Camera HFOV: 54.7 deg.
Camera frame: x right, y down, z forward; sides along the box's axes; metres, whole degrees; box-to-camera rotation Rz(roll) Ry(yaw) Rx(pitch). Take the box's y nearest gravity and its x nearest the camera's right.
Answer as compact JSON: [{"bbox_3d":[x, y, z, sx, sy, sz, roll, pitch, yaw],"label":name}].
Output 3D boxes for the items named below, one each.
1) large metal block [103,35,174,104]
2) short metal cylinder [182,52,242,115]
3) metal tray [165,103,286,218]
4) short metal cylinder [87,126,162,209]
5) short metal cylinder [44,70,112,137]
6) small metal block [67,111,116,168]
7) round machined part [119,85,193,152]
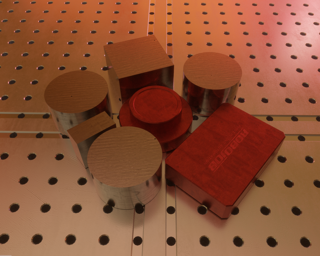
[{"bbox_3d":[-0.032,-0.090,0.466,0.081,0.050,0.080,-17,52,-14],"label":"large metal block"},{"bbox_3d":[0.072,-0.064,0.445,0.080,0.050,0.080,0,50,0],"label":"short metal cylinder"},{"bbox_3d":[0.079,0.032,0.376,0.090,0.030,0.131,33,57,25],"label":"metal tray"},{"bbox_3d":[-0.038,0.044,0.353,0.080,0.050,0.080,0,50,0],"label":"short metal cylinder"},{"bbox_3d":[-0.107,-0.032,0.417,0.080,0.050,0.080,0,50,0],"label":"short metal cylinder"},{"bbox_3d":[-0.079,0.015,0.377,0.050,0.050,0.025,-30,56,-23],"label":"small metal block"},{"bbox_3d":[-0.006,-0.019,0.411,0.099,0.042,0.098,0,50,0],"label":"round machined part"}]
